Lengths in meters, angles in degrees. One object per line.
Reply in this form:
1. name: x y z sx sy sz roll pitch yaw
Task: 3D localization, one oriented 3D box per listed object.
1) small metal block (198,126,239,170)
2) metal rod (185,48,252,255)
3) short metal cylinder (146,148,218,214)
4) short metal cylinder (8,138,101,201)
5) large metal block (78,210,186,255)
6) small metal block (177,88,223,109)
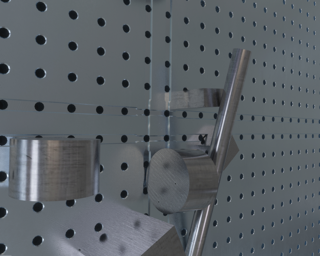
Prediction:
1. small metal block: 0.093 0.031 0.487 0.050 0.025 0.050 -44 117 -31
2. metal rod: 0.079 0.042 0.431 0.025 0.025 0.298 6 100 -40
3. short metal cylinder: 0.027 0.066 0.396 0.050 0.080 0.080 5 87 -40
4. short metal cylinder: -0.097 0.035 0.292 0.081 0.080 0.050 2 89 -40
5. large metal block: -0.030 0.144 0.348 0.081 0.080 0.050 -31 110 -36
6. small metal block: 0.061 -0.042 0.444 0.050 0.050 0.025 -4 93 -40
